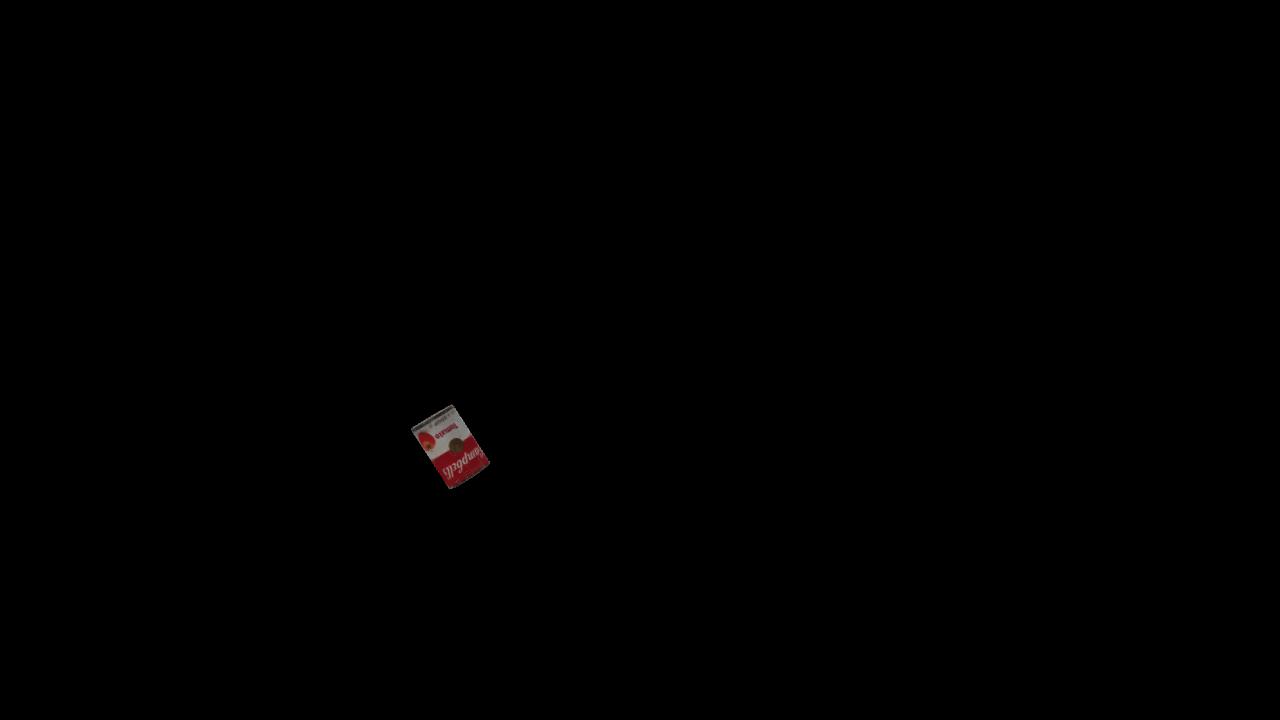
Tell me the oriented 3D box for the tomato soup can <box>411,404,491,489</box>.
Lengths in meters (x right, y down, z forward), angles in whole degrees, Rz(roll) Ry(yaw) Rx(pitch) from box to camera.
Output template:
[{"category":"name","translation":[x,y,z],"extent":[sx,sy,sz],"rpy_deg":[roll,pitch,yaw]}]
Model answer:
[{"category":"tomato soup can","translation":[-0.267,0.121,0.871],"extent":[0.068,0.101,0.068],"rpy_deg":[-30,6,3]}]
